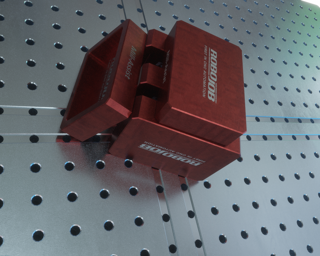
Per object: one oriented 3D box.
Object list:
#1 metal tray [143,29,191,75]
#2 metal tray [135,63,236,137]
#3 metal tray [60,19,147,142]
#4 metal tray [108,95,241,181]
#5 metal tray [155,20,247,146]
[{"bbox_3d":[0.028,-0.070,0.422,0.131,0.090,0.030,19,55,-17],"label":"metal tray"},{"bbox_3d":[0.021,-0.021,0.389,0.131,0.090,0.030,19,53,-19],"label":"metal tray"},{"bbox_3d":[-0.064,-0.057,0.363,0.030,0.090,0.130,35,47,-34],"label":"metal tray"},{"bbox_3d":[0.016,0.018,0.363,0.131,0.090,0.030,19,55,-17],"label":"metal tray"},{"bbox_3d":[0.048,-0.053,0.346,0.091,0.030,0.130,19,54,-17],"label":"metal tray"}]
